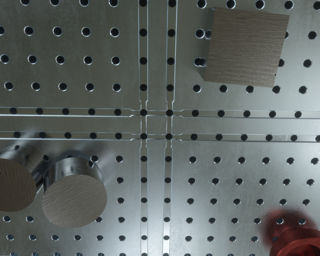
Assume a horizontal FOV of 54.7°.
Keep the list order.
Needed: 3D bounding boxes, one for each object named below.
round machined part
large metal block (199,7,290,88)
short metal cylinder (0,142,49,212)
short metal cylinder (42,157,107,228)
[{"bbox_3d":[0.218,0.194,0.478,0.099,0.042,0.097,0,110,0],"label":"round machined part"},{"bbox_3d":[0.095,-0.096,0.366,0.081,0.050,0.079,5,110,-2],"label":"large metal block"},{"bbox_3d":[-0.200,0.066,0.423,0.081,0.050,0.079,0,110,0],"label":"short metal cylinder"},{"bbox_3d":[-0.116,0.086,0.419,0.081,0.050,0.079,-7,112,-17],"label":"short metal cylinder"}]
